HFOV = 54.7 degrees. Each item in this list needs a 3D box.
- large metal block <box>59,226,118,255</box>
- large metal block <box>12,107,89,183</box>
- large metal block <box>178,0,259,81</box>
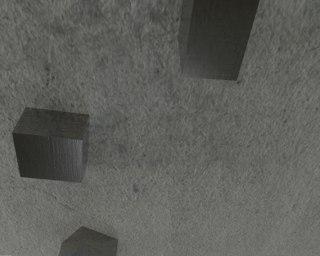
[{"bbox_3d":[-0.139,0.241,0.594,0.080,0.050,0.080,31,123,-24],"label":"large metal block"},{"bbox_3d":[-0.139,0.024,0.409,0.081,0.050,0.079,7,130,-6],"label":"large metal block"},{"bbox_3d":[0.048,-0.101,0.286,0.050,0.080,0.079,4,130,-4],"label":"large metal block"}]
